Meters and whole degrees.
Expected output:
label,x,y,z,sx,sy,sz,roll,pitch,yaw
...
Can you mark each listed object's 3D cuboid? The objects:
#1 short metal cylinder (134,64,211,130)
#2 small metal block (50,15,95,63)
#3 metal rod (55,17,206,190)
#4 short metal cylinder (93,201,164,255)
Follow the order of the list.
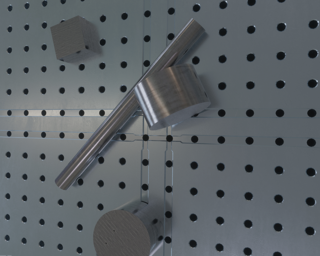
label,x,y,z,sx,sy,sz,roll,pitch,yaw
short metal cylinder,0.015,-0.036,0.378,0.080,0.080,0.050,-26,81,18
small metal block,-0.129,-0.130,0.458,0.050,0.025,0.050,-15,85,19
metal rod,-0.049,-0.024,0.429,0.025,0.025,0.299,45,104,14
short metal cylinder,-0.041,0.143,0.414,0.080,0.050,0.079,0,90,20
